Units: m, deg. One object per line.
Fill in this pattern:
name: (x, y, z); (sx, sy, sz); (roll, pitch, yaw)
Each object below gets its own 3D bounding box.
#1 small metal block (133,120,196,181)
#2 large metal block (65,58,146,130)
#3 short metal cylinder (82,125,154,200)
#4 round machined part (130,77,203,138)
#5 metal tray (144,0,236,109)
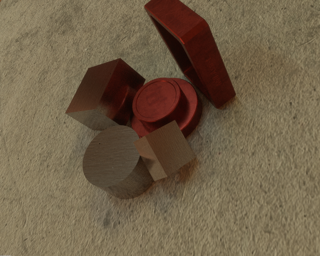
small metal block: (0.006, 0.025, 0.356); (0.025, 0.050, 0.050); (-29, 89, 49)
large metal block: (-0.077, -0.045, 0.440); (0.080, 0.050, 0.080); (-3, 59, 46)
short metal cylinder: (-0.048, 0.043, 0.387); (0.080, 0.050, 0.080); (-13, 56, 20)
round machined part: (0.003, -0.028, 0.410); (0.098, 0.042, 0.098); (-13, 56, 20)
metal tray: (0.039, -0.089, 0.370); (0.030, 0.130, 0.090); (-38, 51, 3)
